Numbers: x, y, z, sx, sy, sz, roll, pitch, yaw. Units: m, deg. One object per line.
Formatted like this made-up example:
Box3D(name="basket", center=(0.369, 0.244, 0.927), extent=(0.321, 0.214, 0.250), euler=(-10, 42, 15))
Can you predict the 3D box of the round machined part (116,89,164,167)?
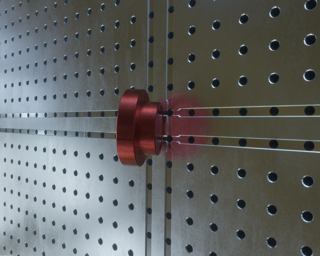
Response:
Box3D(name="round machined part", center=(-0.020, 0.000, 0.392), extent=(0.042, 0.098, 0.097), euler=(3, 92, 9))
